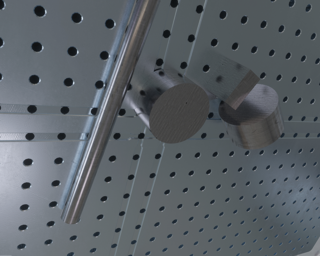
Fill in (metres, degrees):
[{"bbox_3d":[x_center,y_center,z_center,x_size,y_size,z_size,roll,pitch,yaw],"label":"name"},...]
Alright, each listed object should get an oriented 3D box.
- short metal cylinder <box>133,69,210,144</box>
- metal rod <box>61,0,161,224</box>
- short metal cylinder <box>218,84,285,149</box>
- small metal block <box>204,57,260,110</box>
[{"bbox_3d":[0.014,-0.028,0.386,0.081,0.050,0.079,-14,124,-21],"label":"short metal cylinder"},{"bbox_3d":[-0.066,-0.008,0.370,0.025,0.025,0.298,10,113,-33],"label":"metal rod"},{"bbox_3d":[0.129,-0.017,0.436,0.080,0.080,0.050,-35,129,-5],"label":"short metal cylinder"},{"bbox_3d":[0.094,-0.059,0.410,0.025,0.050,0.050,30,102,-38],"label":"small metal block"}]
